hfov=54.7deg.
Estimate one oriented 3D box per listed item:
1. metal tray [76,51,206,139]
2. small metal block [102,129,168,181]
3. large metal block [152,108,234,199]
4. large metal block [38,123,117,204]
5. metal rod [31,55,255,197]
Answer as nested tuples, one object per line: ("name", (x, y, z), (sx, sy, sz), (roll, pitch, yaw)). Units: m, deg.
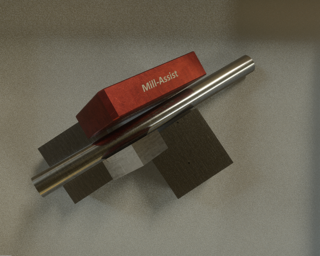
("metal tray", (-0.021, -0.037, 0.350), (0.131, 0.090, 0.030), (-30, 92, -32))
("small metal block", (-0.027, 0.030, 0.349), (0.050, 0.050, 0.025), (-30, 90, 36))
("large metal block", (0.033, 0.031, 0.398), (0.080, 0.050, 0.080), (-34, 90, 0))
("large metal block", (-0.090, 0.036, 0.394), (0.080, 0.050, 0.080), (-34, 90, 0))
("metal rod", (-0.007, -0.011, 0.373), (0.302, 0.025, 0.025), (-31, 90, -16))
